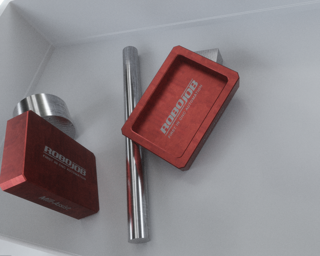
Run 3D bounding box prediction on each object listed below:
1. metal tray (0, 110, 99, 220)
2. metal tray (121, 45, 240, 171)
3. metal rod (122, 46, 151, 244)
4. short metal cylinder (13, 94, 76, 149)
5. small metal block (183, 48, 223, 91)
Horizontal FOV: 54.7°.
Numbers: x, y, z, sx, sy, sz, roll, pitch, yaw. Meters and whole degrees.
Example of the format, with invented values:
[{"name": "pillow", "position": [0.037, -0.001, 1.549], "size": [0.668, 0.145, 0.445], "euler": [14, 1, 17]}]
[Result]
[{"name": "metal tray", "position": [-0.125, 0.049, 0.372], "size": [0.030, 0.130, 0.090], "euler": [-23, 53, 14]}, {"name": "metal tray", "position": [0.025, -0.025, 0.376], "size": [0.090, 0.030, 0.130], "euler": [30, 85, 18]}, {"name": "metal rod", "position": [-0.036, 0.000, 0.422], "size": [0.025, 0.025, 0.299], "euler": [-18, 55, 17]}, {"name": "short metal cylinder", "position": [-0.173, -0.004, 0.461], "size": [0.080, 0.080, 0.050], "euler": [-35, 52, 5]}, {"name": "small metal block", "position": [0.056, -0.078, 0.423], "size": [0.050, 0.025, 0.050], "euler": [-2, 61, 26]}]
